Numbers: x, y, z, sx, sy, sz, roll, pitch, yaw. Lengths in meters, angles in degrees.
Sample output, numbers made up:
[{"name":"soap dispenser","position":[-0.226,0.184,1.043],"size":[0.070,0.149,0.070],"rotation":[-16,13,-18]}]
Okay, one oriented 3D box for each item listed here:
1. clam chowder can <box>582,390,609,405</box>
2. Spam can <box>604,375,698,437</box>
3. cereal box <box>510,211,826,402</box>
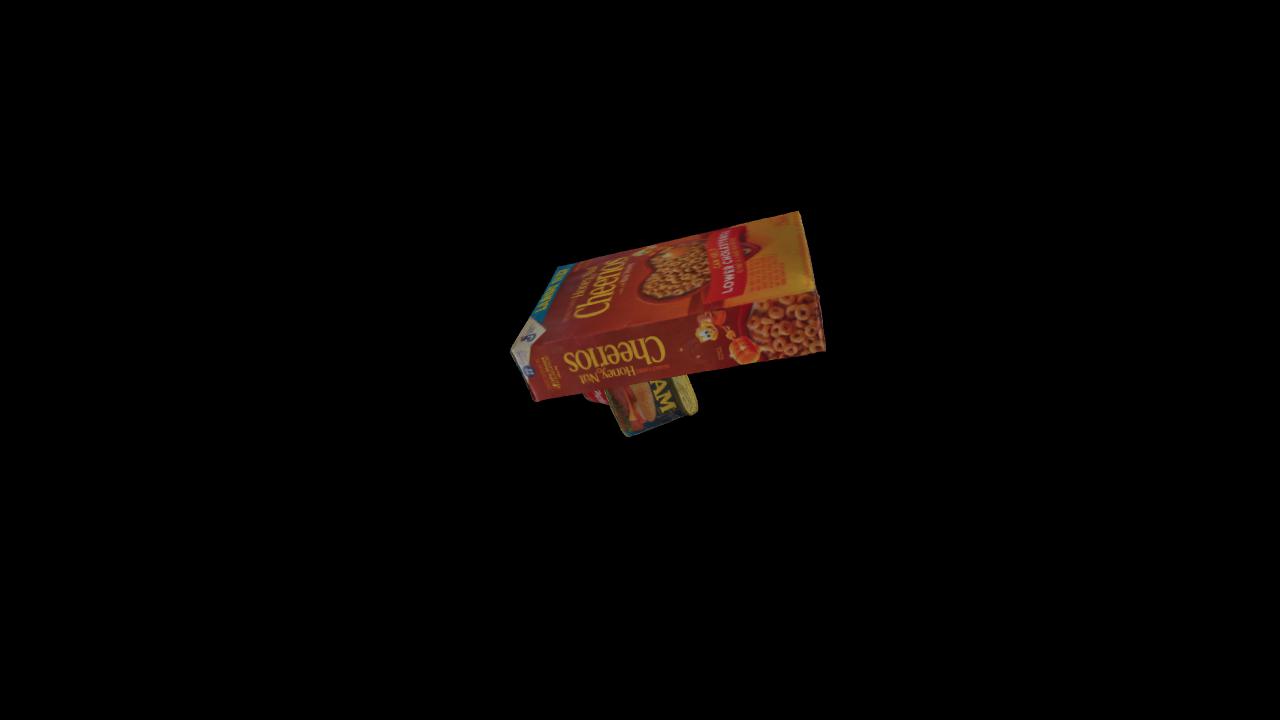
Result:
[{"name":"clam chowder can","position":[-0.013,0.026,0.744],"size":[0.102,0.068,0.068],"rotation":[10,5,33]},{"name":"Spam can","position":[0.008,0.029,0.713],"size":[0.085,0.101,0.058],"rotation":[-23,-5,20]},{"name":"cereal box","position":[0.033,-0.063,0.668],"size":[0.306,0.081,0.203],"rotation":[-9,31,16]}]
